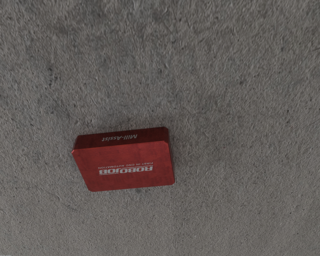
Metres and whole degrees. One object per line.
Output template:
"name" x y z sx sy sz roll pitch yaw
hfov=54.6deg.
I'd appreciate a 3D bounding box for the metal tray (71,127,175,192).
"metal tray" -0.048 0.047 0.443 0.131 0.030 0.090 -6 130 5
